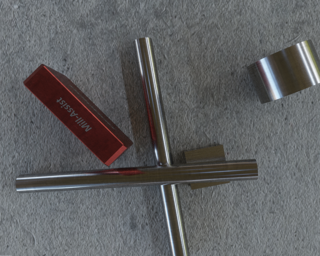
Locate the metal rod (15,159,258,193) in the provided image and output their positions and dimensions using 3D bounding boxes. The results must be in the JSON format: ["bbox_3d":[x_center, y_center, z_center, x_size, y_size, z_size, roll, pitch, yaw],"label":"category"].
[{"bbox_3d":[-0.034,0.061,0.389,0.301,0.025,0.025,-5,90,8],"label":"metal rod"}]

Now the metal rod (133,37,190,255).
[{"bbox_3d":[0.003,0.031,0.409,0.025,0.025,0.298,-10,90,0],"label":"metal rod"}]

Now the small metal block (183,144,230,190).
[{"bbox_3d":[0.061,0.050,0.410,0.050,0.025,0.050,-11,90,0],"label":"small metal block"}]

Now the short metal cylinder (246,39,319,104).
[{"bbox_3d":[0.155,-0.068,0.384,0.080,0.080,0.050,-22,90,0],"label":"short metal cylinder"}]

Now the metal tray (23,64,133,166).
[{"bbox_3d":[-0.092,-0.014,0.376,0.130,0.090,0.030,45,90,0],"label":"metal tray"}]
